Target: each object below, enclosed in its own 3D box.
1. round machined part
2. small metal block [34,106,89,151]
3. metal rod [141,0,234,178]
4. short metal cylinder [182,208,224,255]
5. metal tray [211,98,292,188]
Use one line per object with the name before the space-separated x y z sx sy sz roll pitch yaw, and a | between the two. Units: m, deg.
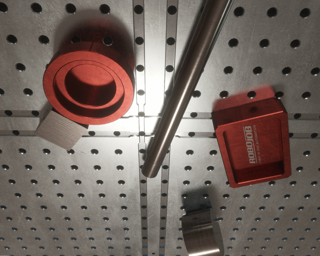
round machined part | -0.077 -0.054 0.354 0.099 0.042 0.097 -1 130 0
small metal block | -0.128 -0.003 0.407 0.050 0.025 0.050 31 123 -24
metal rod | 0.027 -0.043 0.375 0.025 0.025 0.298 13 129 -11
short metal cylinder | 0.074 0.183 0.533 0.050 0.080 0.080 -17 128 14
metal tray | 0.130 0.026 0.432 0.090 0.030 0.129 -14 129 11
